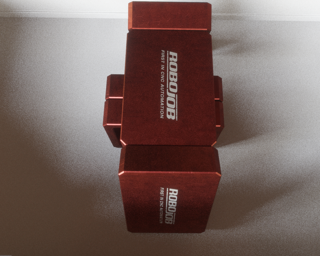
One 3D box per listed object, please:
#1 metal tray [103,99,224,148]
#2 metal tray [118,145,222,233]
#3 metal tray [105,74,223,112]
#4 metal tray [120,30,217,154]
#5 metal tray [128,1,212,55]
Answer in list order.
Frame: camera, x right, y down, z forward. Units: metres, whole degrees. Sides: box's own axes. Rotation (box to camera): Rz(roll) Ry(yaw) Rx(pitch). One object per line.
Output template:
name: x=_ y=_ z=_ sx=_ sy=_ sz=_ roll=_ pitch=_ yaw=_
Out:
metal tray: x=0.004 y=-0.002 z=0.375 sx=0.131 sy=0.090 sz=0.030 roll=1 pitch=70 yaw=0
metal tray: x=0.008 y=0.070 z=0.325 sx=0.091 sy=0.129 sz=0.030 roll=1 pitch=49 yaw=-1
metal tray: x=0.005 y=-0.031 z=0.385 sx=0.131 sy=0.090 sz=0.030 roll=1 pitch=70 yaw=0
metal tray: x=0.009 y=-0.039 z=0.324 sx=0.091 sy=0.030 sz=0.130 roll=1 pitch=70 yaw=-1
metal tray: x=0.011 y=-0.121 z=0.396 sx=0.091 sy=0.130 sz=0.030 roll=1 pitch=91 yaw=0
